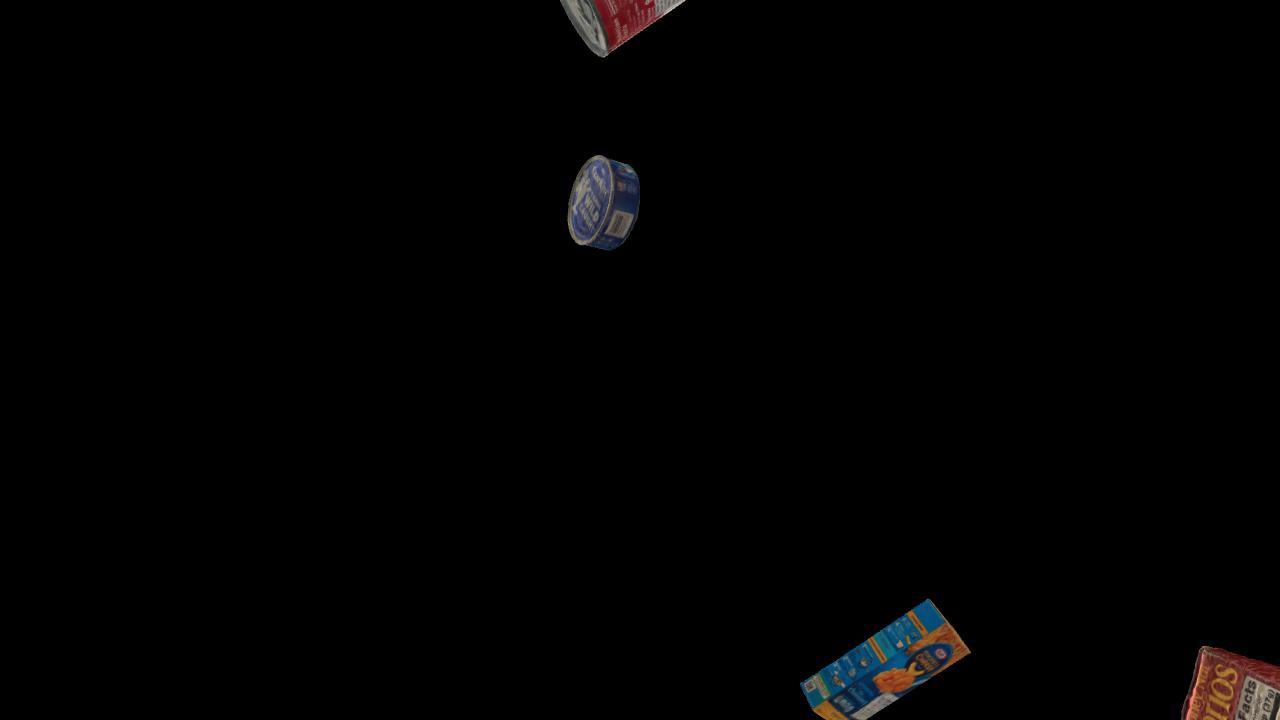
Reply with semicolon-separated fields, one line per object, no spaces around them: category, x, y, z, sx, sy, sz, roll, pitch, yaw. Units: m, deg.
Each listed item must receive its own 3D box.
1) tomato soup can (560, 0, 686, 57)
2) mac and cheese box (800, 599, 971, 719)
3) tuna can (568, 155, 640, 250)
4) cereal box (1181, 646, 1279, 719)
tomato soup can;-0.002;-0.268;0.422;0.101;0.068;0.068;-36;2;-2
mac and cheese box;0.291;0.366;0.731;0.184;0.093;0.041;-38;31;8
tuna can;-0.034;-0.147;0.582;0.034;0.084;0.084;6;-3;-33
cereal box;0.350;0.189;0.148;0.203;0.081;0.306;16;-4;6
